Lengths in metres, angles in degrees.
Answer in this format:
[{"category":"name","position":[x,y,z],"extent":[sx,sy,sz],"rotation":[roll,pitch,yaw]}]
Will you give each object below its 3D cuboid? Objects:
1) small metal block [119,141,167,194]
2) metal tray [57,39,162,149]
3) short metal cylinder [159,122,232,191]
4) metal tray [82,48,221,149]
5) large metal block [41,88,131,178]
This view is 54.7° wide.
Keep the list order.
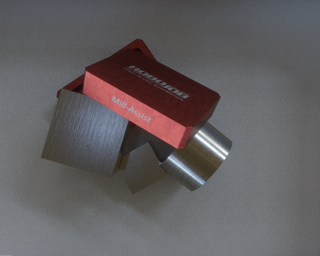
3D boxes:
[{"category":"small metal block","position":[-0.025,0.051,0.410],"extent":[0.050,0.025,0.050],"rotation":[-29,90,-1]},{"category":"metal tray","position":[-0.054,-0.043,0.406],"extent":[0.130,0.030,0.090],"rotation":[-34,90,-1]},{"category":"short metal cylinder","position":[0.043,0.031,0.384],"extent":[0.050,0.080,0.080],"rotation":[39,90,-1]},{"category":"metal tray","position":[-0.008,-0.039,0.348],"extent":[0.130,0.090,0.030],"rotation":[30,128,14]},{"category":"large metal block","position":[-0.081,0.006,0.364],"extent":[0.080,0.050,0.080],"rotation":[16,90,-1]}]
